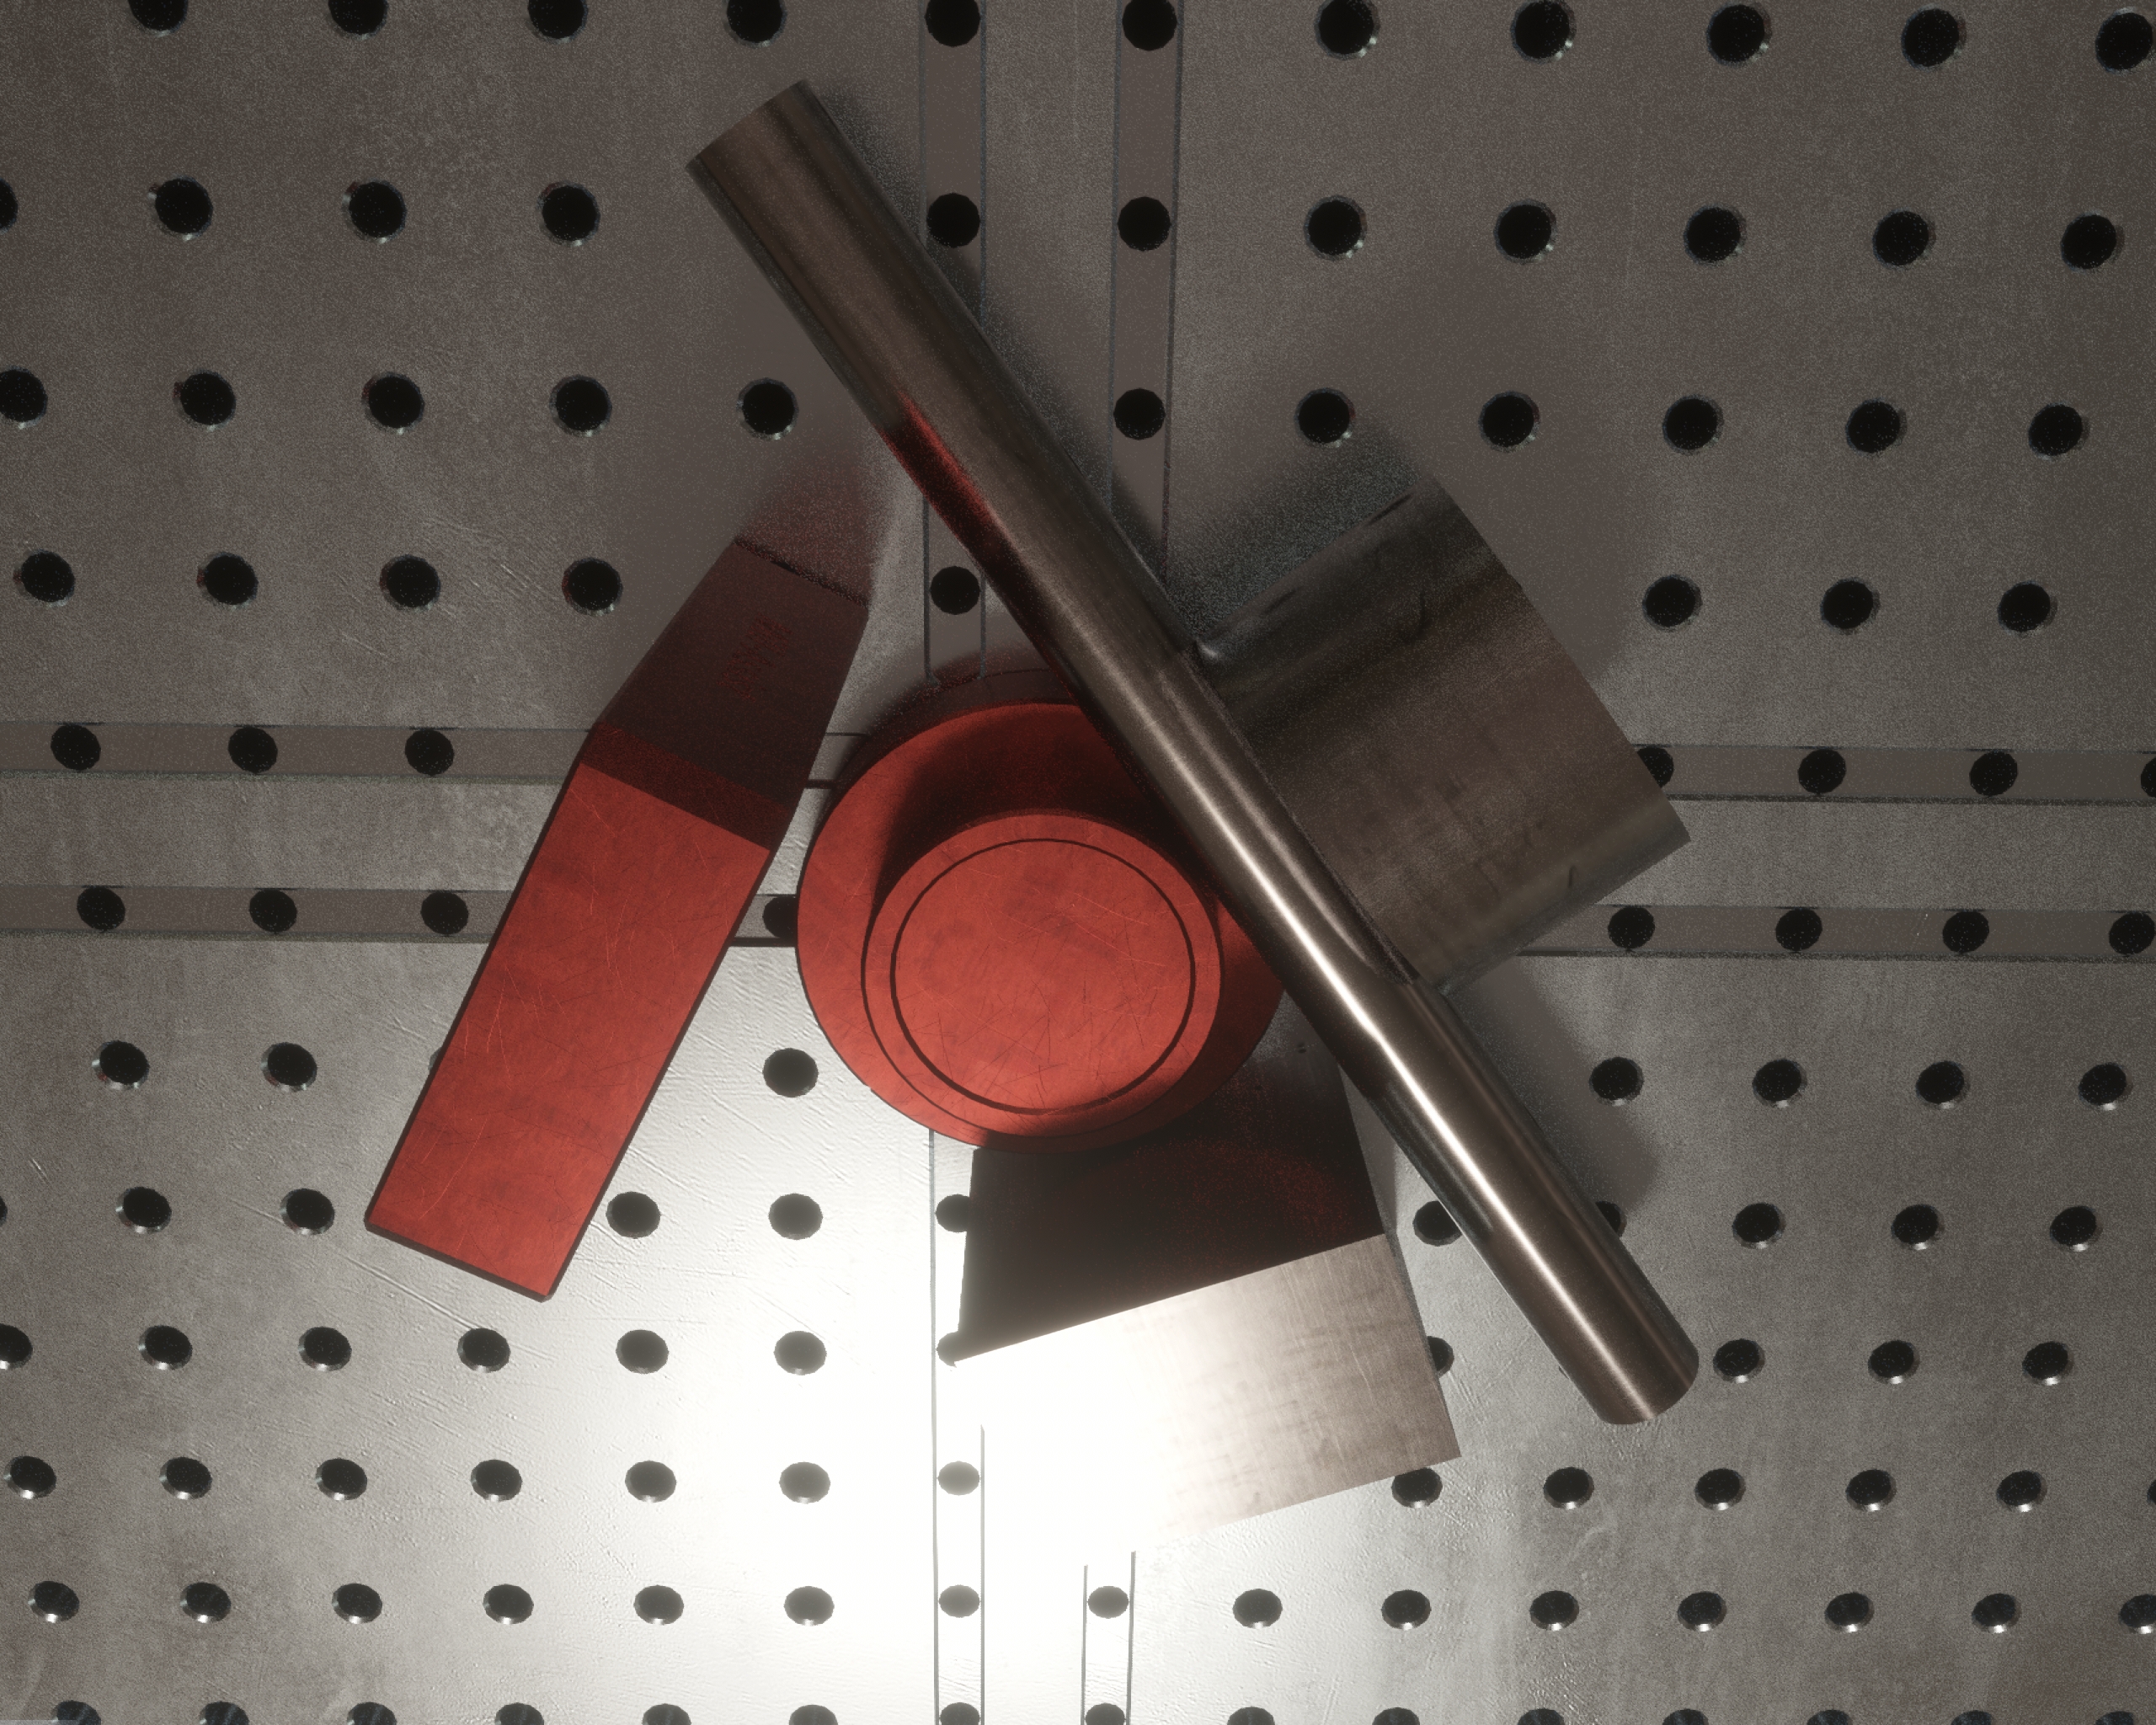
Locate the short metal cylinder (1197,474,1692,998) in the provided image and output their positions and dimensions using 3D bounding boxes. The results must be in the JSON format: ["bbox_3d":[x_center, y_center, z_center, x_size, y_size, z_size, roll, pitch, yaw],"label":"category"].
[{"bbox_3d":[0.065,-0.023,0.375,0.050,0.080,0.080,-35,107,12],"label":"short metal cylinder"}]

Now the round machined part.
[{"bbox_3d":[-0.007,0.015,0.409,0.099,0.042,0.097,0,110,-1],"label":"round machined part"}]

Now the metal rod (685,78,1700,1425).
[{"bbox_3d":[0.031,-0.008,0.388,0.025,0.025,0.299,-34,107,11],"label":"metal rod"}]

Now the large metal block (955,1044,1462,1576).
[{"bbox_3d":[0.024,0.086,0.416,0.080,0.080,0.050,-18,109,6],"label":"large metal block"}]

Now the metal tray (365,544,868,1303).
[{"bbox_3d":[-0.074,0.003,0.358,0.030,0.130,0.089,26,108,-9],"label":"metal tray"}]
